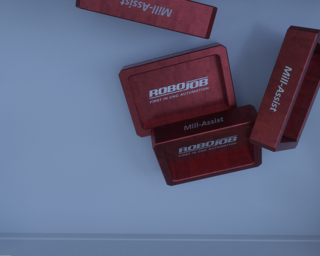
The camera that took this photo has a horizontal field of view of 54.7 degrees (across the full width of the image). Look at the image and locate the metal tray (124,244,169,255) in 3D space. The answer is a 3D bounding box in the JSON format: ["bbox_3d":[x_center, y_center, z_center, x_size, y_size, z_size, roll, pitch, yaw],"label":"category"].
[{"bbox_3d":[-0.007,0.249,0.500,0.131,0.030,0.089,21,110,-8],"label":"metal tray"}]

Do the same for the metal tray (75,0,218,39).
[{"bbox_3d":[-0.012,-0.127,0.329,0.131,0.090,0.030,12,110,-5],"label":"metal tray"}]

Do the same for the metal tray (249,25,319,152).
[{"bbox_3d":[0.152,-0.040,0.355,0.030,0.091,0.129,24,104,35],"label":"metal tray"}]

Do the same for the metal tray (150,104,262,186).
[{"bbox_3d":[0.062,0.025,0.400,0.131,0.030,0.090,-14,134,5],"label":"metal tray"}]

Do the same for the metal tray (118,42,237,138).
[{"bbox_3d":[0.024,-0.047,0.391,0.131,0.030,0.089,-14,110,5],"label":"metal tray"}]
